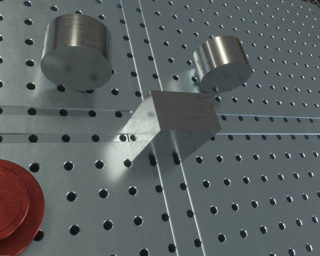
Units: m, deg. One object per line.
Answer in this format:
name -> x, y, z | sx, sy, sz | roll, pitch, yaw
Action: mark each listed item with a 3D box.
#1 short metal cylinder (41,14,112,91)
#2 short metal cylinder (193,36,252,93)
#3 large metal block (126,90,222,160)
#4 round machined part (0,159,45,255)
short metal cylinder -> -0.098, -0.089, 0.374 | 0.081, 0.080, 0.050 | 9, 58, -24
short metal cylinder -> 0.096, -0.097, 0.484 | 0.081, 0.080, 0.050 | 2, 61, -27
large metal block -> 0.014, -0.001, 0.381 | 0.081, 0.080, 0.050 | 0, 62, -28
round machined part -> -0.153, 0.071, 0.271 | 0.099, 0.042, 0.098 | 14, 56, -21
